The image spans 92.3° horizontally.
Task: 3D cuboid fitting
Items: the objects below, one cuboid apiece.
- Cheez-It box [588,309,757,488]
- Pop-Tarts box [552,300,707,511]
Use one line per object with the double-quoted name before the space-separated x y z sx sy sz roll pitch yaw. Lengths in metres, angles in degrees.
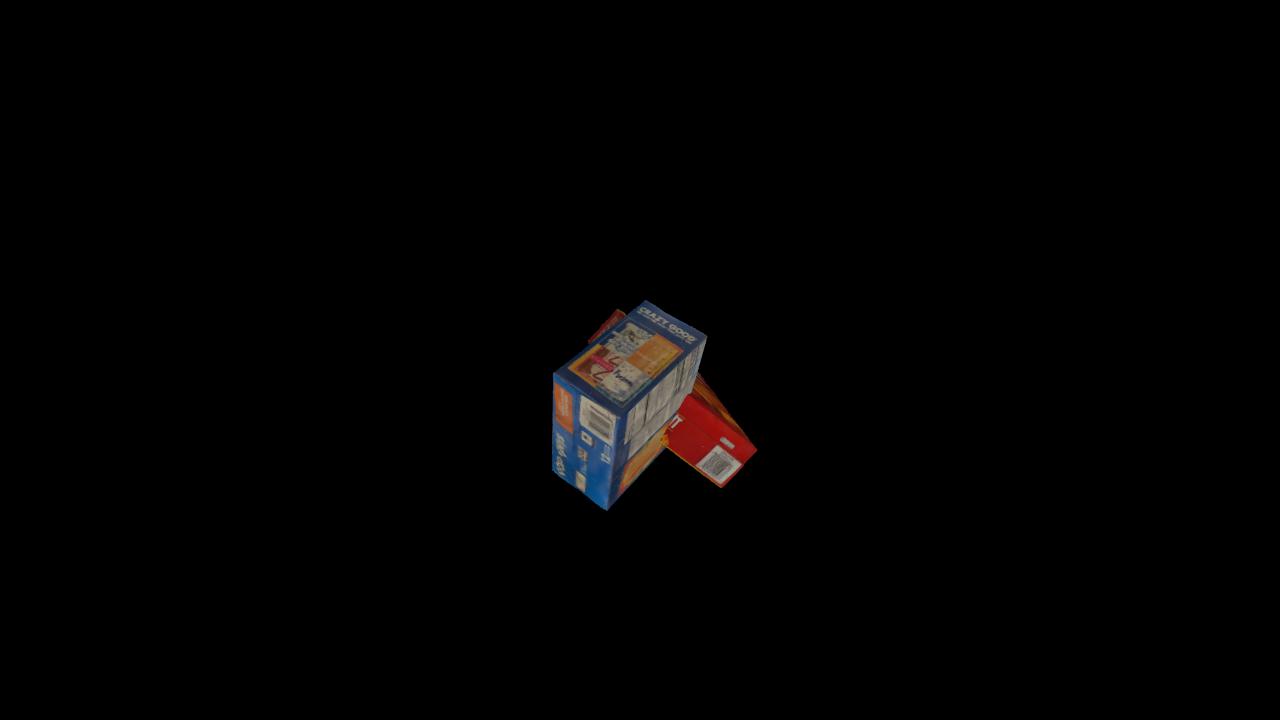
"Cheez-It box" 0.033 0.039 0.770 0.166 0.071 0.223 38 9 -26
"Pop-Tarts box" -0.015 0.048 0.638 0.083 0.167 0.141 34 53 20
